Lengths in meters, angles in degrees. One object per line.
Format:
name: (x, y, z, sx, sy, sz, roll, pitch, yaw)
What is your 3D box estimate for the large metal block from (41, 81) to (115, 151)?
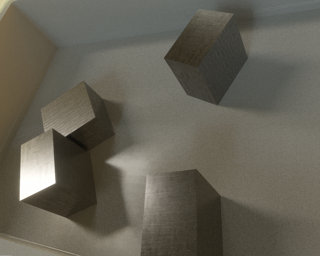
large metal block: (-0.123, -0.010, 0.461, 0.080, 0.050, 0.080, -32, 52, 7)

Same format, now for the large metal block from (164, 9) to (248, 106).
large metal block: (0.061, -0.088, 0.392, 0.050, 0.080, 0.080, 25, 75, 37)

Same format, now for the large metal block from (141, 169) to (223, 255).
large metal block: (0.025, 0.094, 0.299, 0.050, 0.080, 0.080, -11, 57, 23)

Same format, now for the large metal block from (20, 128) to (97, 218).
large metal block: (-0.131, 0.060, 0.402, 0.050, 0.080, 0.080, -27, 52, 12)
